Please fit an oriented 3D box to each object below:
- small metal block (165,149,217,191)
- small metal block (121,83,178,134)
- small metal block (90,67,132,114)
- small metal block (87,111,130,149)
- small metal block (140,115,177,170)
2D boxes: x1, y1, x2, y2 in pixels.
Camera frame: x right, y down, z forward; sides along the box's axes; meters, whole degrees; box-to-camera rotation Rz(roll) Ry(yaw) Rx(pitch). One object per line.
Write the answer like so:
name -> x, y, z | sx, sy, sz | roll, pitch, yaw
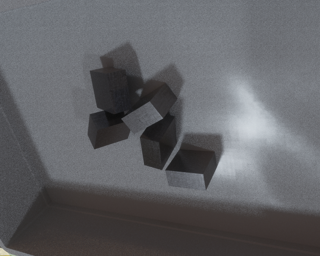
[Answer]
small metal block -> 0.042, 0.053, 0.402 | 0.050, 0.050, 0.025 | 2, 119, 27
small metal block -> -0.012, -0.024, 0.382 | 0.050, 0.050, 0.025 | -28, 107, 37
small metal block -> -0.063, -0.049, 0.392 | 0.050, 0.025, 0.050 | 20, 124, 53
small metal block -> -0.067, -0.001, 0.414 | 0.025, 0.050, 0.050 | 60, 151, 23
small metal block -> -0.001, 0.017, 0.396 | 0.025, 0.050, 0.050 | 14, 135, 20
